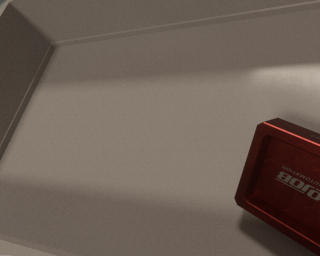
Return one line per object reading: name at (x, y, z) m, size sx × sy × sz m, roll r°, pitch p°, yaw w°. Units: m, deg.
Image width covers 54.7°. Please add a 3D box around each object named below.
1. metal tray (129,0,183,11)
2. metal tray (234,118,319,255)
metal tray at (0.011, -0.267, 0.561) m, size 0.130 × 0.030 × 0.090 m, roll -1°, pitch 61°, yaw 27°
metal tray at (0.135, 0.056, 0.262) m, size 0.130 × 0.030 × 0.089 m, roll 29°, pitch 118°, yaw 38°
